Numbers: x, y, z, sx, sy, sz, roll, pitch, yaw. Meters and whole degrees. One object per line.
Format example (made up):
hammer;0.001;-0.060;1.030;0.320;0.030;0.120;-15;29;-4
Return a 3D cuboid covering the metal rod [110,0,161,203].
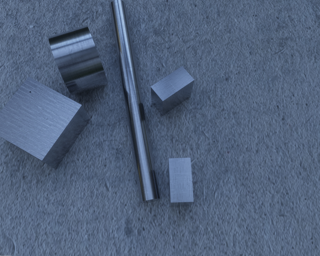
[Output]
metal rod;-0.038;-0.050;0.425;0.025;0.025;0.299;-10;70;-4

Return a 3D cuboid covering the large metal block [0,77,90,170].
large metal block;-0.150;-0.005;0.395;0.080;0.050;0.080;28;72;9

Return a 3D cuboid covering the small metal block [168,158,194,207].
small metal block;0.023;0.066;0.371;0.025;0.050;0.050;-2;70;-1

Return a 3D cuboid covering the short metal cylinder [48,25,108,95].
short metal cylinder;-0.106;-0.089;0.410;0.050;0.080;0.080;-20;72;-7

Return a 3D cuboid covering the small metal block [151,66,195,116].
small metal block;0.016;-0.048;0.413;0.050;0.050;0.025;-35;74;-12
